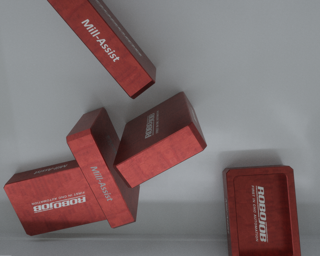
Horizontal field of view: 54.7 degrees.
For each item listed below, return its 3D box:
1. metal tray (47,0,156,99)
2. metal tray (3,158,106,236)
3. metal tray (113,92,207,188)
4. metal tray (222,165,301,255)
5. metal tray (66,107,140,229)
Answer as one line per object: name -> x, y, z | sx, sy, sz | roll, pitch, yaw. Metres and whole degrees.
metal tray -> -0.056, -0.099, 0.339 | 0.030, 0.090, 0.130 | -37, 106, 12
metal tray -> -0.140, 0.098, 0.443 | 0.131, 0.030, 0.089 | -14, 110, 4
metal tray -> -0.001, 0.007, 0.358 | 0.090, 0.130, 0.030 | -29, 108, 10
metal tray -> 0.138, 0.119, 0.426 | 0.091, 0.030, 0.129 | -4, 86, 1
metal tray -> -0.066, 0.048, 0.393 | 0.030, 0.090, 0.129 | -19, 109, 7
